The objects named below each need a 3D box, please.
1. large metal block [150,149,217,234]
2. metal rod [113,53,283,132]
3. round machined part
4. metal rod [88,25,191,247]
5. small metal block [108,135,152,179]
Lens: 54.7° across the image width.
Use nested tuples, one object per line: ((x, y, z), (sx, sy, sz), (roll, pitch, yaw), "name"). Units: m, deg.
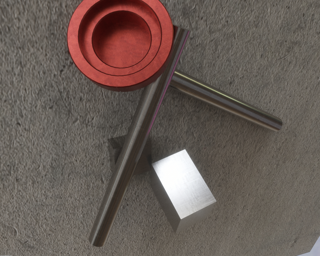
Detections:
((0.028, 0.089, 0.426), (0.050, 0.080, 0.080), (-22, 153, -16), "large metal block")
((0.073, -0.043, 0.422), (0.302, 0.025, 0.025), (18, 109, -36), "metal rod")
((-0.036, -0.083, 0.304), (0.099, 0.042, 0.097), (0, 85, 2), "round machined part")
((-0.033, 0.025, 0.372), (0.025, 0.025, 0.298), (8, 115, -33), "metal rod")
((-0.039, 0.036, 0.409), (0.050, 0.025, 0.050), (-13, 124, -22), "small metal block")
